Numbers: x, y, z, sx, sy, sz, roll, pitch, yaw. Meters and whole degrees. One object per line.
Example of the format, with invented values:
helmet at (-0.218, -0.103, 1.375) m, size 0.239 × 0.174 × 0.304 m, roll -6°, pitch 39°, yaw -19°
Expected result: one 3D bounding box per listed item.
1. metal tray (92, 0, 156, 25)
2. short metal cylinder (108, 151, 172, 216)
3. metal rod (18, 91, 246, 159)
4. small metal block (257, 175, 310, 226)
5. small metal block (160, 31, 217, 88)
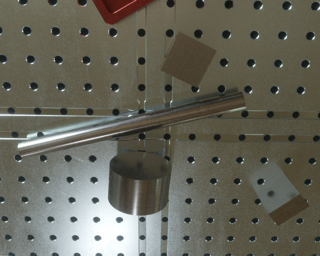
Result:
metal tray at (-0.024, -0.186, 0.341) m, size 0.130 × 0.030 × 0.090 m, roll -27°, pitch 108°, yaw 9°
short metal cylinder at (-0.027, 0.071, 0.410) m, size 0.081 × 0.080 × 0.050 m, roll 5°, pitch 110°, yaw -3°
metal rod at (-0.039, -0.003, 0.411) m, size 0.302 × 0.025 × 0.025 m, roll -13°, pitch 110°, yaw 4°
small metal block at (0.174, 0.102, 0.440) m, size 0.050 × 0.050 × 0.025 m, roll -38°, pitch 106°, yaw 12°
small metal block at (0.034, -0.085, 0.383) m, size 0.050 × 0.025 × 0.050 m, roll 24°, pitch 108°, yaw -9°
